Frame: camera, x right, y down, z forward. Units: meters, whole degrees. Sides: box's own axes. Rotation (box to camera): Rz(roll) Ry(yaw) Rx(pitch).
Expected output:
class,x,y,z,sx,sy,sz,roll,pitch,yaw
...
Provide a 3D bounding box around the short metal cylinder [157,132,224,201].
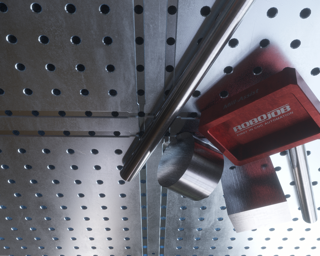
class,x,y,z,sx,sy,sz,roll,pitch,yaw
short metal cylinder,0.040,0.052,0.421,0.050,0.080,0.080,29,124,-23

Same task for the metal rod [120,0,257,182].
class,x,y,z,sx,sy,sz,roll,pitch,yaw
metal rod,0.018,-0.031,0.385,0.025,0.025,0.298,21,127,-17

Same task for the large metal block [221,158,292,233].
class,x,y,z,sx,sy,sz,roll,pitch,yaw
large metal block,0.140,0.100,0.463,0.080,0.080,0.050,-18,128,14

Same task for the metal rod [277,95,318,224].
class,x,y,z,sx,sy,sz,roll,pitch,yaw
metal rod,0.208,0.054,0.461,0.025,0.025,0.299,-18,128,14

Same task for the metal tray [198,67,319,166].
class,x,y,z,sx,sy,sz,roll,pitch,yaw
metal tray,0.125,-0.007,0.381,0.130,0.030,0.090,-28,122,37
